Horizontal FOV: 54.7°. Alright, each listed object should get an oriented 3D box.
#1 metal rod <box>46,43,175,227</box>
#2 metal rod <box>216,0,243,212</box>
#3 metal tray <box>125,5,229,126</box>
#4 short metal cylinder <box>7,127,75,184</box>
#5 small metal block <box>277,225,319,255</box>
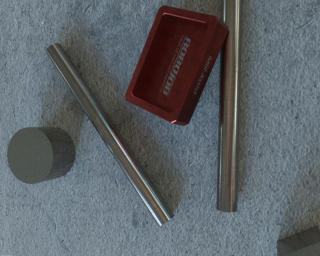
[{"bbox_3d":[-0.075,0.002,0.435,0.025,0.025,0.299,-38,78,16],"label":"metal rod"},{"bbox_3d":[0.085,-0.049,0.378,0.025,0.025,0.298,2,91,20],"label":"metal rod"},{"bbox_3d":[0.017,-0.078,0.386,0.090,0.030,0.129,28,100,35],"label":"metal tray"},{"bbox_3d":[-0.174,0.038,0.457,0.080,0.050,0.079,0,90,20],"label":"short metal cylinder"},{"bbox_3d":[0.158,0.135,0.340,0.050,0.050,0.025,-30,80,17],"label":"small metal block"}]
